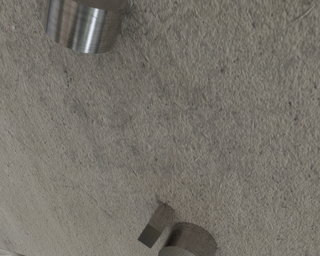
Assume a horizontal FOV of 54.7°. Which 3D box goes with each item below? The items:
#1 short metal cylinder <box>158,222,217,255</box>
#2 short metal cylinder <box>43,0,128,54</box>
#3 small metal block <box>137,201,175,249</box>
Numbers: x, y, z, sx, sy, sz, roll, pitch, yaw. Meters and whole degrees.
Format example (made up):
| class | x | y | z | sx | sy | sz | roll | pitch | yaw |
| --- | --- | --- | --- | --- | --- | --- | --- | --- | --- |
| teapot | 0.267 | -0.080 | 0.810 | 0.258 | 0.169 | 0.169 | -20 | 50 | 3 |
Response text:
| class | x | y | z | sx | sy | sz | roll | pitch | yaw |
| --- | --- | --- | --- | --- | --- | --- | --- | --- | --- |
| short metal cylinder | 0.044 | 0.197 | 0.489 | 0.080 | 0.050 | 0.079 | 13 | 124 | 21 |
| short metal cylinder | -0.081 | -0.125 | 0.337 | 0.080 | 0.080 | 0.050 | 32 | 129 | 7 |
| small metal block | -0.006 | 0.152 | 0.488 | 0.025 | 0.050 | 0.050 | 32 | 129 | 7 |
